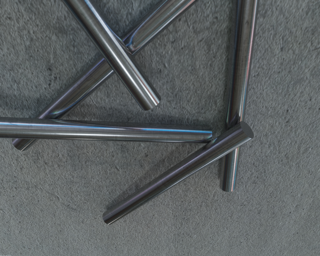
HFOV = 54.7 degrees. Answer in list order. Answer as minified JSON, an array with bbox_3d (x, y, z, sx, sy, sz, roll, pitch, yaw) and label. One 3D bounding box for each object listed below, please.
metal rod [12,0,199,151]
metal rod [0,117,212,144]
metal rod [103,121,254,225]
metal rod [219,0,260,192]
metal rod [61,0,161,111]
[{"bbox_3d":[-0.079,-0.057,0.357,0.299,0.025,0.025,-35,122,26],"label":"metal rod"},{"bbox_3d":[-0.082,0.003,0.383,0.302,0.025,0.025,2,131,-12],"label":"metal rod"},{"bbox_3d":[0.008,0.079,0.456,0.025,0.025,0.299,33,128,-25],"label":"metal rod"},{"bbox_3d":[0.094,-0.023,0.387,0.025,0.025,0.298,-4,130,3],"label":"metal rod"},{"bbox_3d":[-0.088,-0.134,0.270,0.025,0.025,0.300,-25,120,20],"label":"metal rod"}]
